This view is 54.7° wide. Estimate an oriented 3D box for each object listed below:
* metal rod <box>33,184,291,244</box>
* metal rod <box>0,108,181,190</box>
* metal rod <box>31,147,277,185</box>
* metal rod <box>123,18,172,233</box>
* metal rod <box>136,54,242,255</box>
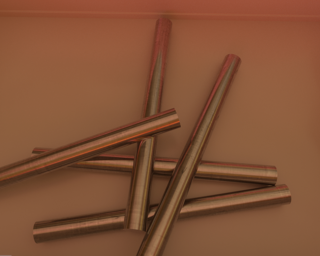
[{"bbox_3d":[0.006,0.102,0.371,0.302,0.025,0.025,-8,70,-4],"label":"metal rod"},{"bbox_3d":[-0.122,0.036,0.367,0.302,0.025,0.025,-19,71,-2],"label":"metal rod"},{"bbox_3d":[-0.008,0.048,0.390,0.302,0.025,0.025,4,70,1],"label":"metal rod"},{"bbox_3d":[-0.011,-0.023,0.398,0.025,0.025,0.299,6,64,2],"label":"metal rod"},{"bbox_3d":[0.044,0.023,0.379,0.025,0.025,0.300,23,64,8],"label":"metal rod"}]
